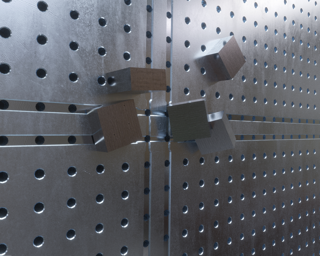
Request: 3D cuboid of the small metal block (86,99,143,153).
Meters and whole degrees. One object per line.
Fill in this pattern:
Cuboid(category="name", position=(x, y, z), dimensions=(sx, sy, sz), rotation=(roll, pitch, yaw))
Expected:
Cuboid(category="small metal block", position=(-0.052, -0.004, 0.364), dimensions=(0.050, 0.025, 0.050), rotation=(-20, 103, -38))

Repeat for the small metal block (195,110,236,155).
Cuboid(category="small metal block", position=(0.077, 0.007, 0.453), dimensions=(0.050, 0.050, 0.025), rotation=(63, 29, -21))

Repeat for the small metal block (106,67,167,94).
Cuboid(category="small metal block", position=(-0.028, -0.055, 0.368), dimensions=(0.050, 0.050, 0.025), rotation=(-5, 94, -40))

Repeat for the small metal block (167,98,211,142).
Cuboid(category="small metal block", position=(0.041, -0.011, 0.423), dimensions=(0.025, 0.050, 0.050), rotation=(-45, 125, -73))

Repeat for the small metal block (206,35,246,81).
Cuboid(category="small metal block", position=(0.106, -0.111, 0.497), dimensions=(0.050, 0.025, 0.050), rotation=(-50, 119, -28))
